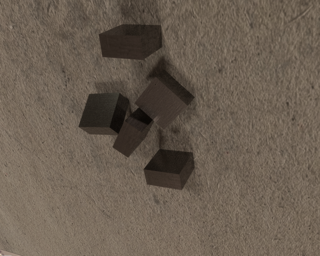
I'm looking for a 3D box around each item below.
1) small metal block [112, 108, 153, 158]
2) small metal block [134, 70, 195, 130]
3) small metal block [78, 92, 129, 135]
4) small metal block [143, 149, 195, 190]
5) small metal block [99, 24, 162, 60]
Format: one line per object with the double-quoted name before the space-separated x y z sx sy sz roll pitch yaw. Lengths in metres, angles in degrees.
"small metal block" -0.032 0.003 0.408 0.025 0.050 0.050 34 129 5
"small metal block" 0.005 -0.034 0.382 0.050 0.025 0.050 42 129 -2
"small metal block" -0.074 -0.019 0.413 0.050 0.050 0.025 1 156 27
"small metal block" 0.013 0.054 0.416 0.050 0.050 0.025 4 120 26
"small metal block" -0.031 -0.097 0.346 0.050 0.050 0.025 9 122 23
